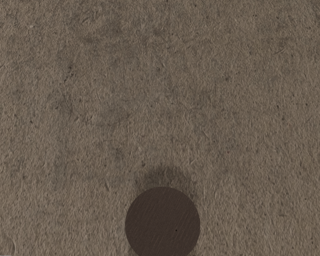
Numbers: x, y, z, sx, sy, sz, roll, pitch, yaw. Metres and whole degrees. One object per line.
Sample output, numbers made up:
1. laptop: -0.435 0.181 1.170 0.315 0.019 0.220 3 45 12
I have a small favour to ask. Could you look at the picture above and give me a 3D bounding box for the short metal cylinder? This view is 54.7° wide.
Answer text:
1. short metal cylinder: 0.003 0.111 0.354 0.081 0.050 0.080 0 70 0
